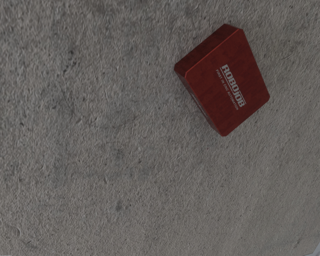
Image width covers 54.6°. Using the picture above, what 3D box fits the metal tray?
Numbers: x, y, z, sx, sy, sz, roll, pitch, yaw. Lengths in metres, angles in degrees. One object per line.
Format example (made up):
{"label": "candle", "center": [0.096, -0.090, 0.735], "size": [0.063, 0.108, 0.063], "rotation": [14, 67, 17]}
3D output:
{"label": "metal tray", "center": [0.087, -0.059, 0.414], "size": [0.090, 0.030, 0.130], "rotation": [-40, 129, -1]}
